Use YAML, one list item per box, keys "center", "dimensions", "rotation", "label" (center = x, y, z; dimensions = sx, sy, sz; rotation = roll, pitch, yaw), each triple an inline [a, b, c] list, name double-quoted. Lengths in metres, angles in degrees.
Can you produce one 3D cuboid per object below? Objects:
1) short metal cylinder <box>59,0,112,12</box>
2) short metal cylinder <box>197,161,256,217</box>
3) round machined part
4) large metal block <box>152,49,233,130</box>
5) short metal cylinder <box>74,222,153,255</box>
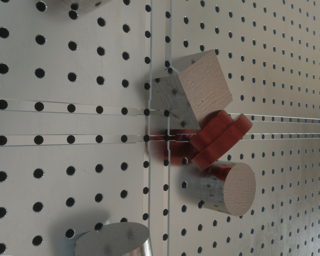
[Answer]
- center: [-0.076, -0.171, 0.329]
  dimensions: [0.081, 0.050, 0.079]
  rotation: [0, 90, -40]
  label: "short metal cylinder"
- center: [0.104, 0.091, 0.481]
  dimensions: [0.081, 0.050, 0.079]
  rotation: [0, 90, -40]
  label: "short metal cylinder"
- center: [0.079, 0.012, 0.437]
  dimensions: [0.042, 0.098, 0.099]
  rotation: [48, 57, 5]
  label: "round machined part"
- center: [0.048, -0.053, 0.433]
  dimensions: [0.080, 0.050, 0.080]
  rotation: [-39, 114, -33]
  label: "large metal block"
- center: [-0.047, 0.143, 0.334]
  dimensions: [0.081, 0.080, 0.050]
  rotation: [-13, 99, -39]
  label: "short metal cylinder"
